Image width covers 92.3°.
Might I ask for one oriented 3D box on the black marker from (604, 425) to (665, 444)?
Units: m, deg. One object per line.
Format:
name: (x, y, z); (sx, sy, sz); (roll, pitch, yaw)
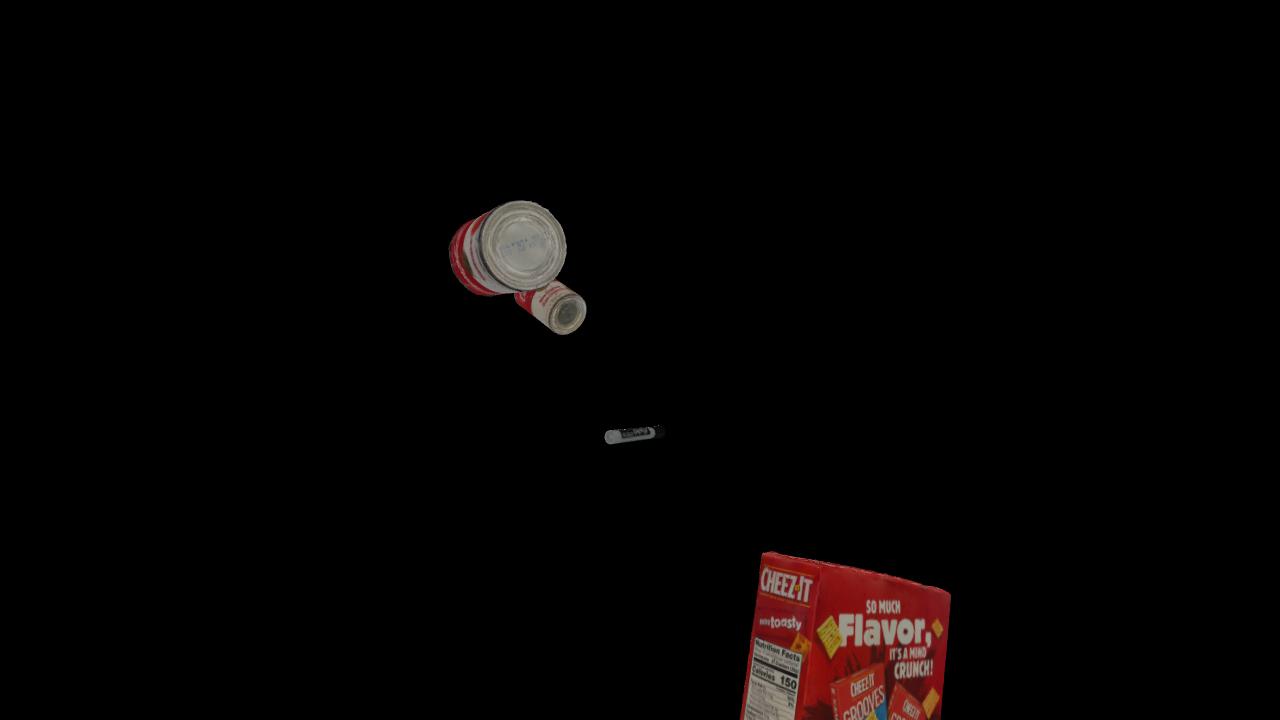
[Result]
black marker: (-0.004, 0.104, 0.862); (0.020, 0.020, 0.121); (0, -2, 38)

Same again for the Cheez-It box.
Cheez-It box: (0.158, 0.277, 0.479); (0.166, 0.223, 0.071); (20, -16, -30)

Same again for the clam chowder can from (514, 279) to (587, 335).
clam chowder can: (-0.135, -0.088, 0.929); (0.068, 0.068, 0.102); (0, 28, -46)

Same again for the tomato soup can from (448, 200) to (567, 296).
tomato soup can: (-0.106, -0.085, 0.486); (0.068, 0.068, 0.101); (0, 4, -29)
